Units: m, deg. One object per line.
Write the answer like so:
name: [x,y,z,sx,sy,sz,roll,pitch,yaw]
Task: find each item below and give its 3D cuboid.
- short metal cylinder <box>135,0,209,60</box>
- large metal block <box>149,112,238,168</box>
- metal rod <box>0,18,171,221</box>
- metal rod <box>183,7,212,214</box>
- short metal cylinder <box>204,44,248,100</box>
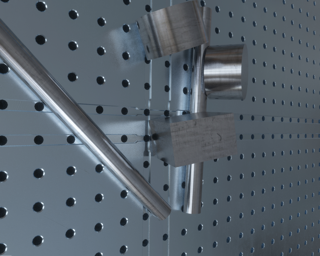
short metal cylinder: [0.015,-0.120,0.386,0.081,0.080,0.050,-28,108,-37]
large metal block: [0.039,0.010,0.390,0.081,0.080,0.050,-10,97,-18]
metal rod: [-0.077,0.007,0.344,0.300,0.025,0.025,52,60,-27]
metal rod: [0.056,-0.027,0.455,0.025,0.025,0.298,6,86,-40]
short metal cylinder: [0.099,-0.082,0.455,0.080,0.050,0.079,2,90,-68]
